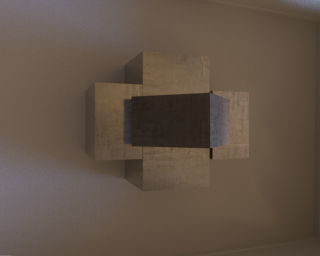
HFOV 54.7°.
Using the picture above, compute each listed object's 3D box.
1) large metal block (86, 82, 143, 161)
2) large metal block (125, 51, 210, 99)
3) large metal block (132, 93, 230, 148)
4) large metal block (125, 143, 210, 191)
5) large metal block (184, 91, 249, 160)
[{"bbox_3d":[-0.056,-0.007,0.360,0.050,0.080,0.080,0,90,-20],"label":"large metal block"},{"bbox_3d":[0.006,-0.058,0.382,0.081,0.080,0.050,0,90,-20],"label":"large metal block"},{"bbox_3d":[0.025,-0.007,0.329,0.080,0.080,0.050,-1,91,-65],"label":"large metal block"},{"bbox_3d":[0.006,0.043,0.382,0.081,0.080,0.050,0,90,-20],"label":"large metal block"},{"bbox_3d":[0.070,-0.004,0.404,0.050,0.080,0.080,0,90,-21],"label":"large metal block"}]
